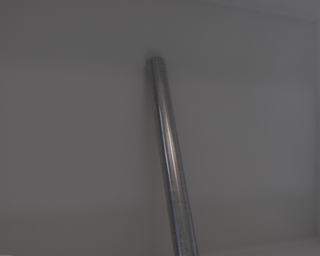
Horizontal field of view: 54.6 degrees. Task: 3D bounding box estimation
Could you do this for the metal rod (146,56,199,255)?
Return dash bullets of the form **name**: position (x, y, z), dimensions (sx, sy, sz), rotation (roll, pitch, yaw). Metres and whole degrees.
- **metal rod**: position (0.015, 0.049, 0.352), dimensions (0.025, 0.025, 0.299), rotation (0, 66, -20)
